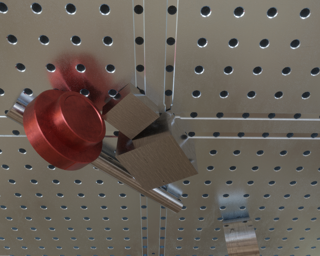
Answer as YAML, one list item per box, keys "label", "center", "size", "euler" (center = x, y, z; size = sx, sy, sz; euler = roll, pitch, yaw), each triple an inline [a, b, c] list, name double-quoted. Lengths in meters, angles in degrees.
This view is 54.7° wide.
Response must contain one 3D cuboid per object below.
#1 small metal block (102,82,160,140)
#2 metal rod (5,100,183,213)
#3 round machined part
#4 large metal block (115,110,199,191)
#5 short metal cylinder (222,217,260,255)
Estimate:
- label: "small metal block"
  center: [-0.037, -0.021, 0.390]
  size: [0.050, 0.025, 0.050]
  euler: [-39, 121, 20]
- label: "metal rod"
  center: [-0.078, 0.054, 0.456]
  size: [0.301, 0.025, 0.025]
  euler: [36, 121, -27]
- label: "round machined part"
  center: [-0.102, -0.003, 0.359]
  size: [0.042, 0.098, 0.098]
  euler: [-31, 124, 24]
- label: "large metal block"
  center: [-0.003, 0.033, 0.423]
  size: [0.080, 0.050, 0.080]
  euler: [-22, 127, 17]
- label: "short metal cylinder"
  center: [0.144, 0.203, 0.550]
  size: [0.050, 0.080, 0.080]
  euler: [-11, 130, 9]
